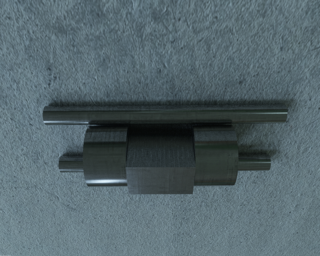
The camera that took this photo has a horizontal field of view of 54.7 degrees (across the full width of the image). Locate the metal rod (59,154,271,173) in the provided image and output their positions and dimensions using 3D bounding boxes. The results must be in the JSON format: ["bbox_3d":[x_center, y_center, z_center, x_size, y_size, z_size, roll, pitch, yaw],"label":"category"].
[{"bbox_3d":[0.007,0.051,0.453,0.302,0.025,0.025,0,130,0],"label":"metal rod"}]

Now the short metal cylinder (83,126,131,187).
[{"bbox_3d":[-0.065,0.036,0.402,0.050,0.080,0.079,-1,130,0],"label":"short metal cylinder"}]

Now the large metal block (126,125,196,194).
[{"bbox_3d":[0.001,0.038,0.402,0.081,0.080,0.050,0,130,0],"label":"large metal block"}]

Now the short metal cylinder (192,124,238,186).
[{"bbox_3d":[0.067,0.035,0.402,0.050,0.080,0.079,-1,130,0],"label":"short metal cylinder"}]

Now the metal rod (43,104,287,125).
[{"bbox_3d":[0.007,-0.017,0.394,0.302,0.025,0.025,0,130,0],"label":"metal rod"}]
